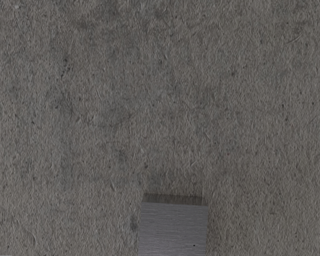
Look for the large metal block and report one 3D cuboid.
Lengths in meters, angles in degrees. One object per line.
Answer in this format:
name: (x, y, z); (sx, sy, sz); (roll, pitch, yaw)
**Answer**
large metal block: (0.016, 0.131, 0.398); (0.080, 0.050, 0.080); (4, 90, 0)
